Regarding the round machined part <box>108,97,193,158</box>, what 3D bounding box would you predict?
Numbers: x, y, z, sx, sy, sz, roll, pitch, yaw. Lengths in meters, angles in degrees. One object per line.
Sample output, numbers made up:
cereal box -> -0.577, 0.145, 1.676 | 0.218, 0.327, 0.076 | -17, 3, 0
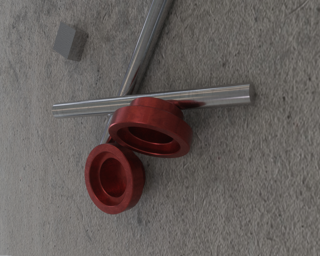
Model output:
round machined part -> -0.008, -0.002, 0.373 | 0.098, 0.098, 0.042 | -8, 58, 40

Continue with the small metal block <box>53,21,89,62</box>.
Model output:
small metal block -> -0.154, -0.148, 0.532 | 0.050, 0.025, 0.050 | 36, 112, 34

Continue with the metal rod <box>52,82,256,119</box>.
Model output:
metal rod -> -0.030, -0.032, 0.404 | 0.300, 0.025, 0.025 | -2, 89, 32

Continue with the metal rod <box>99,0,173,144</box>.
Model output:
metal rod -> -0.024, -0.101, 0.425 | 0.025, 0.025, 0.298 | 36, 112, 34

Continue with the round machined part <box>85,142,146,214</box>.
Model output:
round machined part -> -0.060, 0.069, 0.441 | 0.098, 0.042, 0.097 | 3, 95, 38
